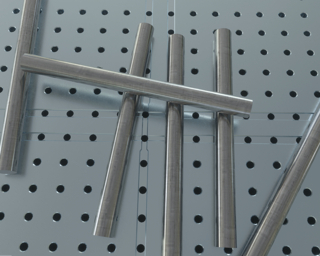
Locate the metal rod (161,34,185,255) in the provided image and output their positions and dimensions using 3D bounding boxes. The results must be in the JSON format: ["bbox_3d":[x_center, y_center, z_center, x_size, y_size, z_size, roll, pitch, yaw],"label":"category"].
[{"bbox_3d":[0.019,0.008,0.408,0.025,0.025,0.299,2,70,1],"label":"metal rod"}]

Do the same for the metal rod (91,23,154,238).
[{"bbox_3d":[-0.045,-0.011,0.415,0.025,0.025,0.299,9,70,3],"label":"metal rod"}]

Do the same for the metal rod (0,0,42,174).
[{"bbox_3d":[-0.196,-0.085,0.441,0.025,0.025,0.299,-1,70,0],"label":"metal rod"}]

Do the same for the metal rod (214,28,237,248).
[{"bbox_3d":[0.085,-0.001,0.412,0.025,0.025,0.299,3,70,1],"label":"metal rod"}]

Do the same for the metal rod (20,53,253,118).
[{"bbox_3d":[-0.033,-0.056,0.404,0.301,0.025,0.025,12,71,4],"label":"metal rod"}]

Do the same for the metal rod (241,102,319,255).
[{"bbox_3d":[0.180,0.044,0.396,0.025,0.025,0.300,31,73,11],"label":"metal rod"}]
